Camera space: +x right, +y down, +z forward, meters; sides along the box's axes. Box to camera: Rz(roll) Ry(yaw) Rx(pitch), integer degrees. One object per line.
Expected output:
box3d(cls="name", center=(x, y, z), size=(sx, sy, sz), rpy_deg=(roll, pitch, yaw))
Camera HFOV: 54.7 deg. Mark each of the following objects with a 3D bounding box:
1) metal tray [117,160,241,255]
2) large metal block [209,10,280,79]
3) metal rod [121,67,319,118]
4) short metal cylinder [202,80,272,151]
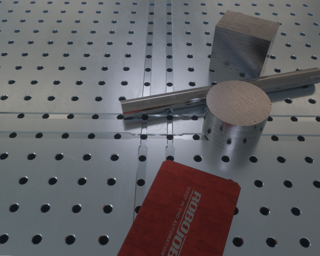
box3d(cls="metal tray", center=(0.022, 0.103, 0.318), size=(0.090, 0.030, 0.130), rpy_deg=(18, 52, 14))
box3d(cls="large metal block", center=(0.127, -0.124, 0.477), size=(0.080, 0.080, 0.050), rpy_deg=(22, 54, 17))
box3d(cls="metal rod", center=(0.094, -0.053, 0.452), size=(0.302, 0.025, 0.025), rpy_deg=(-11, 51, -9))
box3d(cls="short metal cylinder", center=(0.098, -0.017, 0.407), size=(0.081, 0.050, 0.080), rpy_deg=(0, 50, 0))
